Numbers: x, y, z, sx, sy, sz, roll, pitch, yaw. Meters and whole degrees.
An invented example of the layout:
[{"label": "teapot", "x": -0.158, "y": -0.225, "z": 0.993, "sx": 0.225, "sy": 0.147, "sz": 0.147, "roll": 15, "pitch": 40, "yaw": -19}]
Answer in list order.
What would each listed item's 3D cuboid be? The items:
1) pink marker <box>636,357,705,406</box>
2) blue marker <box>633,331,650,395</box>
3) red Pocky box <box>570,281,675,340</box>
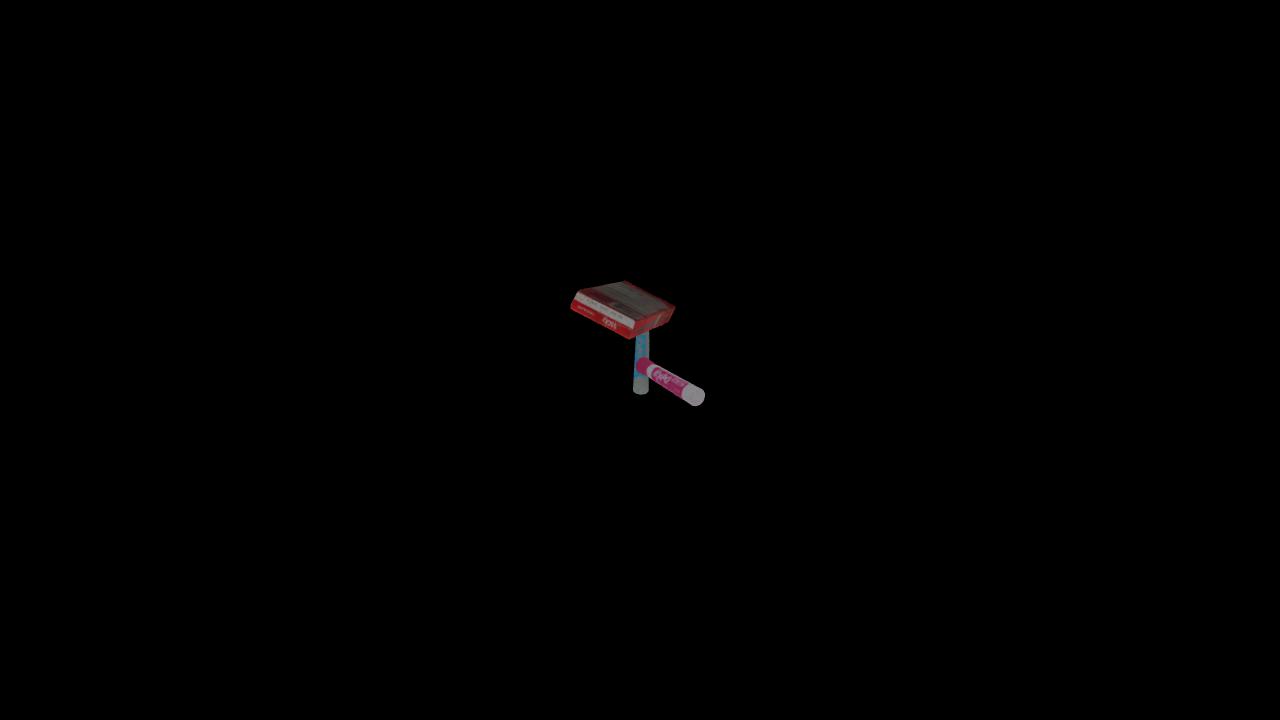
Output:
[{"label": "pink marker", "x": 0.028, "y": 0.020, "z": 0.648, "sx": 0.020, "sy": 0.020, "sz": 0.121, "roll": 0, "pitch": 15, "yaw": -28}, {"label": "blue marker", "x": 0.003, "y": -0.012, "z": 0.767, "sx": 0.020, "sy": 0.121, "sz": 0.020, "roll": 1, "pitch": -37, "yaw": 1}, {"label": "red Pocky box", "x": -0.016, "y": -0.065, "z": 0.766, "sx": 0.083, "sy": 0.028, "sz": 0.155, "roll": 28, "pitch": 19, "yaw": 13}]
